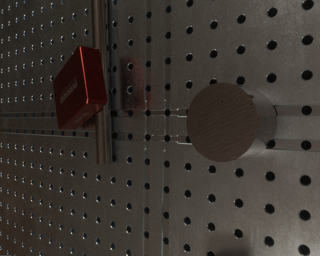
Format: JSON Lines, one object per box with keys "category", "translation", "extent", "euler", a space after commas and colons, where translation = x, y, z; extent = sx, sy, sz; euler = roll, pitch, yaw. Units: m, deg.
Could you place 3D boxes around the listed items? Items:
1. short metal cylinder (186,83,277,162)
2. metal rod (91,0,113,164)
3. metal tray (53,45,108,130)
{"category": "short metal cylinder", "translation": [0.076, -0.006, 0.330], "extent": [0.080, 0.050, 0.079], "euler": [0, 90, 39]}
{"category": "metal rod", "translation": [-0.091, -0.094, 0.481], "extent": [0.025, 0.025, 0.298], "euler": [-4, 88, 39]}
{"category": "metal tray", "translation": [-0.130, -0.058, 0.487], "extent": [0.130, 0.030, 0.090], "euler": [-28, 68, 50]}
